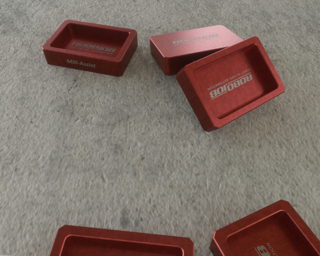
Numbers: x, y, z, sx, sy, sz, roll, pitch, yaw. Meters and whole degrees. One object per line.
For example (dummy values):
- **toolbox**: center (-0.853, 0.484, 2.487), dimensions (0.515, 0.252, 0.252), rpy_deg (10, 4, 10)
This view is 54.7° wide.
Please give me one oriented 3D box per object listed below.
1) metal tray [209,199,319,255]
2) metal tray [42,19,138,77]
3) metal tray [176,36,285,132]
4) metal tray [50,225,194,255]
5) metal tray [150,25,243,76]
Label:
- **metal tray**: center (0.117, 0.141, 0.282), dimensions (0.091, 0.030, 0.130), rpy_deg (-19, 53, -16)
- **metal tray**: center (-0.112, -0.134, 0.510), dimensions (0.131, 0.030, 0.090), rpy_deg (11, 51, 9)
- **metal tray**: center (0.099, -0.062, 0.424), dimensions (0.131, 0.030, 0.090), rpy_deg (-27, 89, -21)
- **metal tray**: center (-0.037, 0.142, 0.279), dimensions (0.131, 0.030, 0.090), rpy_deg (5, 50, 3)
- **metal tray**: center (0.058, -0.127, 0.495), dimensions (0.131, 0.030, 0.090), rpy_deg (-13, 38, -11)
